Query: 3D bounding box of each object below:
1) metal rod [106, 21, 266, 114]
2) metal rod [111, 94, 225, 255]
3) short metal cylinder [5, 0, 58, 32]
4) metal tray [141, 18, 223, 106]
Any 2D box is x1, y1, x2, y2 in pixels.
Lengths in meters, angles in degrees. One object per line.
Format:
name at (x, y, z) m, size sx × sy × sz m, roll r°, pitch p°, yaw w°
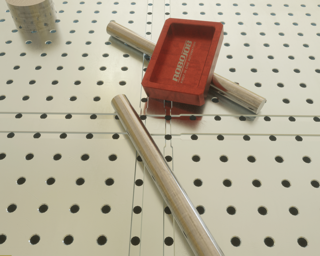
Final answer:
metal rod at (0.027, -0.105, 0.496) m, size 0.300 × 0.025 × 0.025 m, roll 33°, pitch 57°, yaw 24°
metal rod at (0.010, 0.065, 0.353) m, size 0.025 × 0.025 × 0.300 m, roll -21°, pitch 53°, yaw -17°
short metal cylinder at (-0.238, -0.224, 0.577) m, size 0.081 × 0.050 × 0.080 m, roll 0°, pitch 50°, yaw 0°
metal tray at (0.036, -0.102, 0.460) m, size 0.090 × 0.030 × 0.130 m, roll 12°, pitch 67°, yaw 17°
